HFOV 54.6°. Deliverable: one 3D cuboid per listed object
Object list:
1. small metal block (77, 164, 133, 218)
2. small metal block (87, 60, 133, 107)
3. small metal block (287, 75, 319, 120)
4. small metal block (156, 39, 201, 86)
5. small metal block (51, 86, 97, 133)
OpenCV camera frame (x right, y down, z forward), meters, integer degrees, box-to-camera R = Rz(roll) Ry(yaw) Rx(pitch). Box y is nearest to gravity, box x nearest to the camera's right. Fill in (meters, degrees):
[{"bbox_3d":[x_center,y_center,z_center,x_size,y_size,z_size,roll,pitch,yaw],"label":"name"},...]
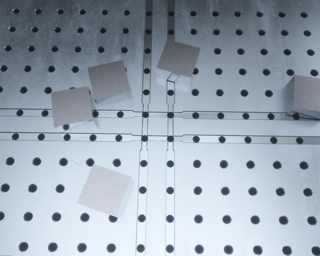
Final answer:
[{"bbox_3d":[-0.066,0.078,0.383,0.050,0.025,0.050,18,71,6],"label":"small metal block"},{"bbox_3d":[-0.070,-0.063,0.434,0.050,0.025,0.050,-14,71,-5],"label":"small metal block"},{"bbox_3d":[0.206,-0.042,0.428,0.050,0.025,0.050,9,70,3],"label":"small metal block"},{"bbox_3d":[0.027,-0.094,0.446,0.050,0.025,0.050,17,71,6],"label":"small metal block"},{"bbox_3d":[-0.117,-0.025,0.420,0.050,0.025,0.050,-10,70,-4],"label":"small metal block"}]
